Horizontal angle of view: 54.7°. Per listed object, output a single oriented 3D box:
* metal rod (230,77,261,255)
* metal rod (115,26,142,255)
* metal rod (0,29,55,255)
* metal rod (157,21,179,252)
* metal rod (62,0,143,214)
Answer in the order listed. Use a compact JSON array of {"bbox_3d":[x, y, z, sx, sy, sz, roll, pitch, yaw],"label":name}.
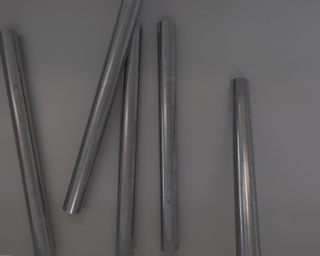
[{"bbox_3d":[0.095,0.073,0.347,0.025,0.025,0.299,5,63,0],"label":"metal rod"},{"bbox_3d":[-0.041,0.017,0.410,0.025,0.025,0.298,2,90,0],"label":"metal rod"},{"bbox_3d":[-0.177,0.021,0.409,0.025,0.025,0.298,-10,90,0],"label":"metal rod"},{"bbox_3d":[0.011,0.011,0.411,0.025,0.025,0.298,-1,90,0],"label":"metal rod"},{"bbox_3d":[-0.072,-0.034,0.395,0.025,0.025,0.298,17,96,0],"label":"metal rod"}]
